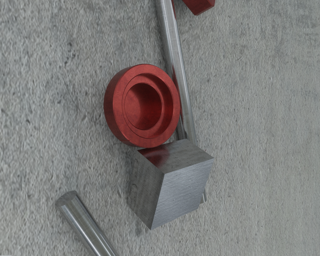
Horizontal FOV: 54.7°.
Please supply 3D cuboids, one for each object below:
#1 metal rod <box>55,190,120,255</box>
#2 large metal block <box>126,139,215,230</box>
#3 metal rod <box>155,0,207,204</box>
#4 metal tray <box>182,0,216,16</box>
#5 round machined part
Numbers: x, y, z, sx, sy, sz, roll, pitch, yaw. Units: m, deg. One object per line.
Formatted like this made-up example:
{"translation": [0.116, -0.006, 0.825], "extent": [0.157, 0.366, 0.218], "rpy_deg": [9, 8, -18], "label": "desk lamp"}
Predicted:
{"translation": [-0.036, 0.199, 0.376], "extent": [0.025, 0.025, 0.299], "rpy_deg": [-41, 115, -33], "label": "metal rod"}
{"translation": [0.012, 0.066, 0.381], "extent": [0.081, 0.050, 0.079], "rpy_deg": [-11, 124, -40], "label": "large metal block"}
{"translation": [0.030, -0.038, 0.431], "extent": [0.025, 0.025, 0.298], "rpy_deg": [-18, 101, -39], "label": "metal rod"}
{"translation": [0.029, -0.228, 0.413], "extent": [0.130, 0.030, 0.090], "rpy_deg": [39, 51, -34], "label": "metal tray"}
{"translation": [-0.025, -0.025, 0.374], "extent": [0.099, 0.042, 0.097], "rpy_deg": [0, 89, -40], "label": "round machined part"}
